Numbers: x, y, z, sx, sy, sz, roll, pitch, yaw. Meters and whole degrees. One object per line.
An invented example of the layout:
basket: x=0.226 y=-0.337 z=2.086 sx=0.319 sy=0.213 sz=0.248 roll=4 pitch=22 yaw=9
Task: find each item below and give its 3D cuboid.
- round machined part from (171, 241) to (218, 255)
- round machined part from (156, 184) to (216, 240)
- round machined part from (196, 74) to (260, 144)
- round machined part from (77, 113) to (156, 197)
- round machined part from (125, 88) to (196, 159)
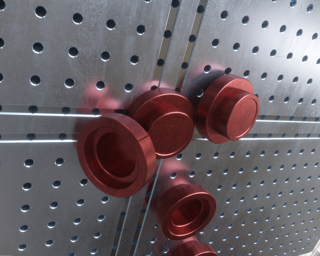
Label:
round machined part: x=0.059 y=0.255 z=0.589 sx=0.099 sy=0.042 sz=0.097 roll=-14 pitch=124 yaw=-21
round machined part: x=0.038 y=0.130 z=0.500 sx=0.099 sy=0.042 sz=0.097 roll=-14 pitch=124 yaw=-21
round machined part: x=0.099 y=-0.021 z=0.426 sx=0.099 sy=0.042 sz=0.097 roll=-23 pitch=128 yaw=-32
round machined part: x=-0.047 y=0.029 z=0.368 sx=0.042 sy=0.098 sz=0.097 roll=-31 pitch=140 yaw=-57
round machined part: x=0.005 y=0.001 z=0.402 sx=0.099 sy=0.042 sz=0.097 roll=-14 pitch=124 yaw=-21
